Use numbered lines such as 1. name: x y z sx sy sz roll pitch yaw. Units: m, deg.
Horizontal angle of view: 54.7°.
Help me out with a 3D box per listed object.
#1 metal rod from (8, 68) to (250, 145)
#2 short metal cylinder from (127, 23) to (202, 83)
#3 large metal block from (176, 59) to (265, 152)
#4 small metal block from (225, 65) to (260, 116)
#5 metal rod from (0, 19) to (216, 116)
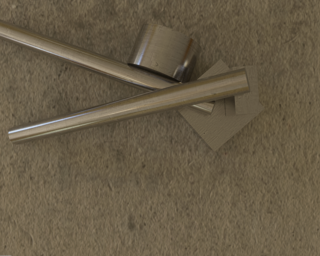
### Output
1. metal rod: -0.052 -0.019 0.357 0.301 0.025 0.025 -12 90 20
2. short metal cylinder: 0.005 -0.087 0.385 0.080 0.080 0.050 21 90 -1
3. large metal block: 0.070 -0.028 0.398 0.080 0.050 0.080 -41 90 1
4. small metal block: 0.090 -0.040 0.347 0.025 0.050 0.050 -4 90 0
5. metal rod: -0.076 -0.079 0.381 0.301 0.025 0.025 21 90 11
